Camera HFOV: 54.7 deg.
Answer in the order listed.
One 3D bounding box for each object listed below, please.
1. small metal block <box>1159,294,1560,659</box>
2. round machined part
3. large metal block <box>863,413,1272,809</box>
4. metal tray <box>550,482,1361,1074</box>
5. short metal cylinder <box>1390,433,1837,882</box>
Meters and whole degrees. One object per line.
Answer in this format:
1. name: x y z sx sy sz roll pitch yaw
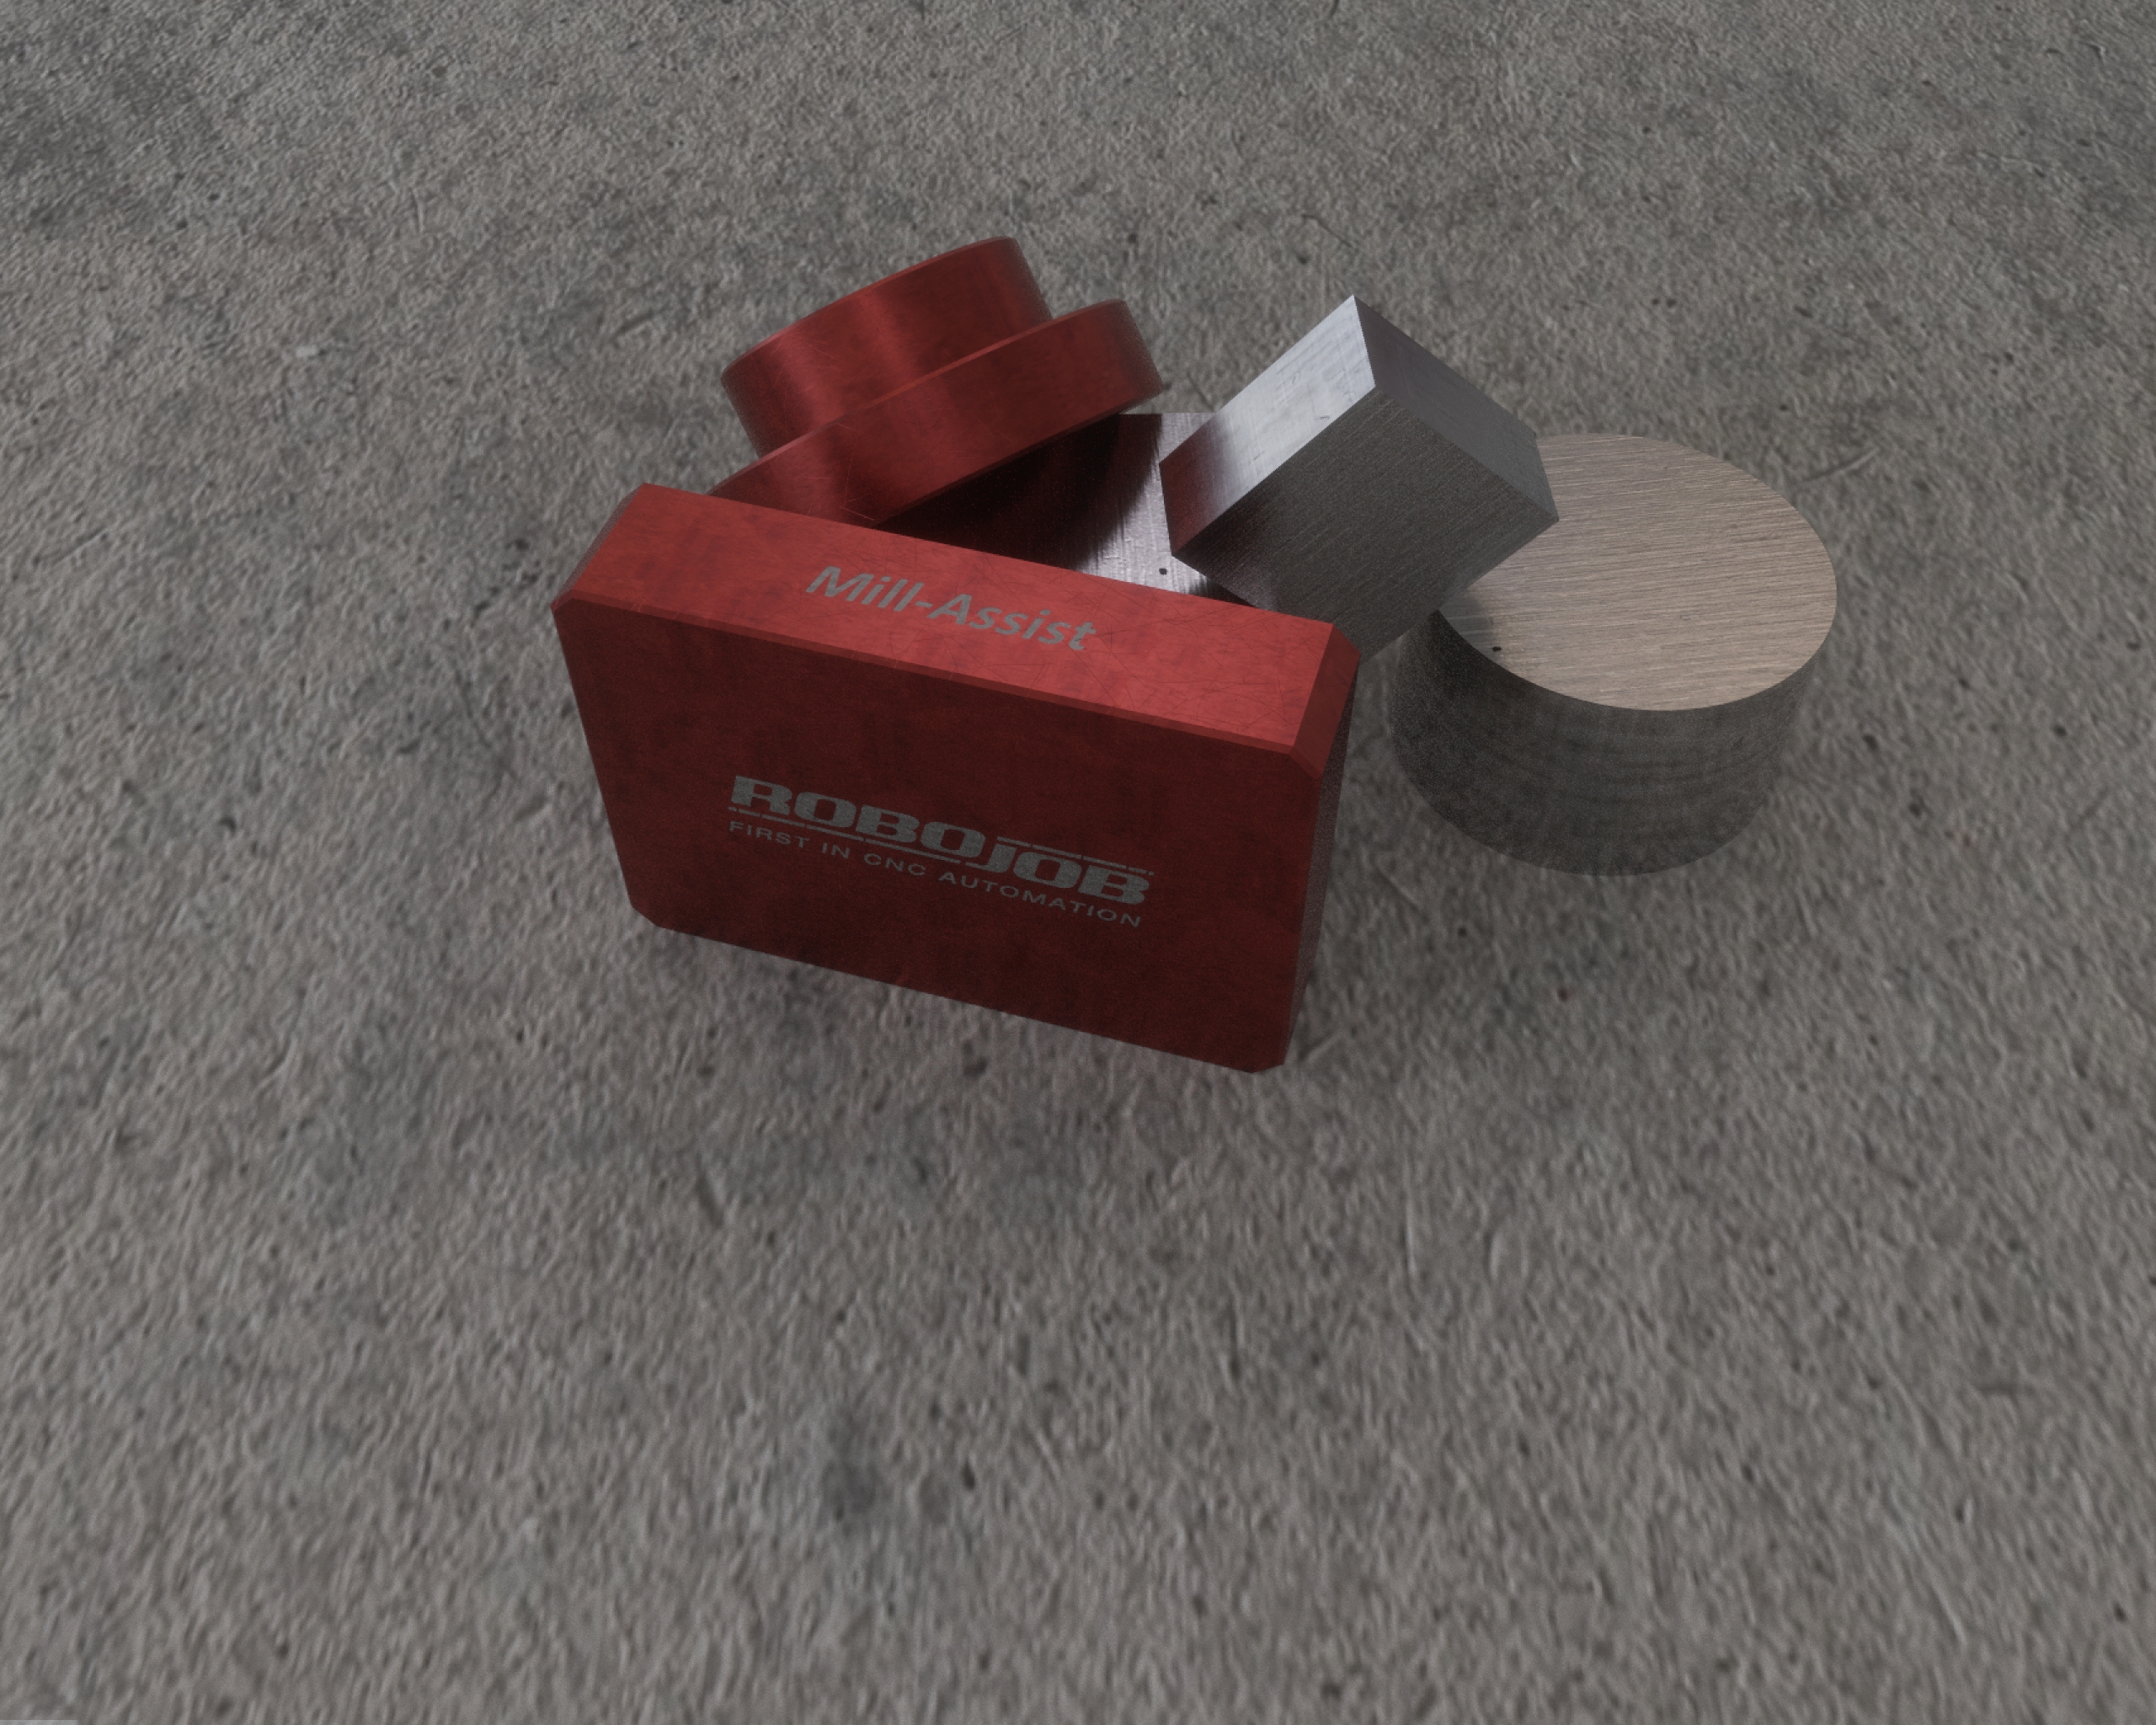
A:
1. small metal block: 0.052 -0.069 0.388 0.050 0.050 0.025 26 43 -34
2. round machined part: -0.035 -0.097 0.438 0.099 0.098 0.042 -30 100 -23
3. large metal block: -0.003 -0.047 0.430 0.081 0.050 0.080 -1 50 -1
4. metal tray: -0.021 -0.013 0.373 0.131 0.090 0.030 13 52 10
5. short metal cylinder: 0.107 -0.043 0.426 0.081 0.050 0.080 0 50 0
